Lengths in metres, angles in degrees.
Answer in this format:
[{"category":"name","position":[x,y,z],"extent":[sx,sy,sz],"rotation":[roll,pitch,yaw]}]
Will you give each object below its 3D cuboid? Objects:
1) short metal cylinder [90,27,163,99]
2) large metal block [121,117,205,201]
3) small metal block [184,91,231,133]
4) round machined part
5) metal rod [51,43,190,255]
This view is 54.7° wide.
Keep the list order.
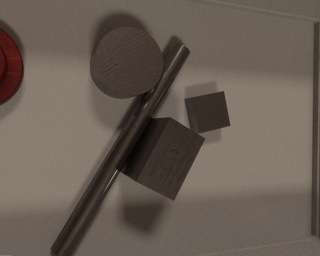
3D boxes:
[{"category":"short metal cylinder","position":[-0.042,-0.078,0.382],"extent":[0.081,0.050,0.079],"rotation":[0,90,-20]},{"category":"large metal block","position":[0.000,0.034,0.382],"extent":[0.050,0.080,0.080],"rotation":[31,80,-18]},{"category":"small metal block","position":[0.067,-0.022,0.437],"extent":[0.050,0.025,0.050],"rotation":[-13,95,-20]},{"category":"round machined part","position":[-0.199,-0.068,0.328],"extent":[0.099,0.042,0.097],"rotation":[0,90,-21]},{"category":"metal rod","position":[-0.044,0.021,0.393],"extent":[0.025,0.025,0.300],"rotation":[33,80,-17]}]
